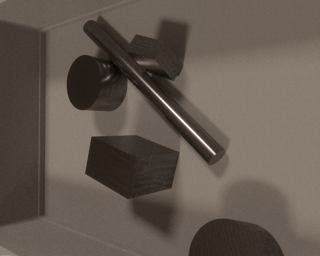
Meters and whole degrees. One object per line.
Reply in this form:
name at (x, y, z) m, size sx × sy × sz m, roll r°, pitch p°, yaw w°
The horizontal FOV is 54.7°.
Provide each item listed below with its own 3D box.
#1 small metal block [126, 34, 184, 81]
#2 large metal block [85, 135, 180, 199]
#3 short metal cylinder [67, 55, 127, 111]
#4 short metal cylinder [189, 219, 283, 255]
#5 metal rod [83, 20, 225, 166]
small metal block at (-0.006, -0.088, 0.390) m, size 0.050 × 0.050 × 0.025 m, roll 26°, pitch 82°, yaw 36°
large metal block at (-0.035, 0.045, 0.398) m, size 0.080 × 0.081 × 0.050 m, roll 20°, pitch 103°, yaw 38°
short metal cylinder at (-0.096, -0.066, 0.467) m, size 0.080 × 0.050 × 0.079 m, roll 0°, pitch 90°, yaw 39°
short metal cylinder at (0.076, 0.135, 0.312) m, size 0.080 × 0.050 × 0.080 m, roll -17°, pitch 62°, yaw 35°
metal rod at (-0.023, -0.064, 0.423) m, size 0.300 × 0.025 × 0.025 m, roll 48°, pitch 118°, yaw 29°
